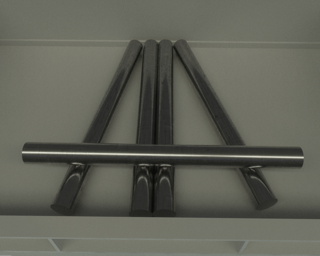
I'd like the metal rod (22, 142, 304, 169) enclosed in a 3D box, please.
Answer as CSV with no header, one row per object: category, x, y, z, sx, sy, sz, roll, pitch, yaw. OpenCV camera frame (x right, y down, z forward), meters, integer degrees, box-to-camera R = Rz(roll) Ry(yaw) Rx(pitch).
metal rod,0.003,0.030,0.344,0.302,0.025,0.025,1,50,1

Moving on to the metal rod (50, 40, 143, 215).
metal rod,-0.073,-0.025,0.424,0.025,0.025,0.300,10,51,8

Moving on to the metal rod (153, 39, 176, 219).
metal rod,0.007,-0.024,0.423,0.025,0.025,0.300,1,50,1

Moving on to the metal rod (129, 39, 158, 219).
metal rod,-0.017,-0.023,0.423,0.025,0.025,0.300,1,50,1

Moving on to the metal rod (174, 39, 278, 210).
metal rod,0.075,-0.028,0.427,0.025,0.025,0.300,-12,51,-10
